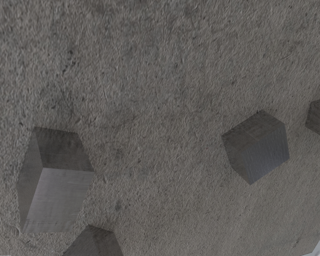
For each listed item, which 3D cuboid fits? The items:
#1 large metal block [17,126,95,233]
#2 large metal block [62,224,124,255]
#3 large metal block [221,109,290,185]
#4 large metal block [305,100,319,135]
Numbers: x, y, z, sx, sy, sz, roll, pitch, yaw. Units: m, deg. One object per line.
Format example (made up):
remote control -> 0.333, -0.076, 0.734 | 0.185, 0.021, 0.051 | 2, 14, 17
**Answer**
large metal block -> -0.119, 0.055, 0.341 | 0.050, 0.080, 0.079 | 11, 113, -33
large metal block -> -0.097, 0.201, 0.443 | 0.050, 0.080, 0.080 | 34, 99, -39
large metal block -> 0.153, 0.031, 0.493 | 0.080, 0.050, 0.080 | -32, 129, -7
large metal block -> 0.317, -0.016, 0.534 | 0.081, 0.080, 0.050 | -16, 125, -19
